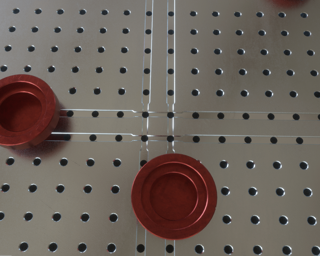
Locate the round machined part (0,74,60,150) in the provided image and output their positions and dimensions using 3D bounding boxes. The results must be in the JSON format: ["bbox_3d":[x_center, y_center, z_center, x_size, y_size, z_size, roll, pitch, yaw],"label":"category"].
[{"bbox_3d":[-0.181,-0.018,0.408,0.099,0.042,0.098,0,70,0],"label":"round machined part"}]

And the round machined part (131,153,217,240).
[{"bbox_3d":[0.016,0.083,0.373,0.099,0.042,0.098,0,70,0],"label":"round machined part"}]
